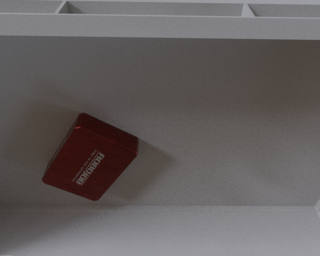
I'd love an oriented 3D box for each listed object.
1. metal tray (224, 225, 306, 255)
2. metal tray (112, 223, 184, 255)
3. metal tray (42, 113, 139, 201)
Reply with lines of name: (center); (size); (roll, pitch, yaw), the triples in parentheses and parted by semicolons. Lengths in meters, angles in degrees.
metal tray: (0.207, 0.240, 0.615); (0.131, 0.030, 0.089); (15, 129, -13)
metal tray: (-0.023, 0.222, 0.597); (0.131, 0.030, 0.089); (2, 130, -2)
metal tray: (-0.101, 0.047, 0.445); (0.090, 0.030, 0.129); (26, 125, -21)
